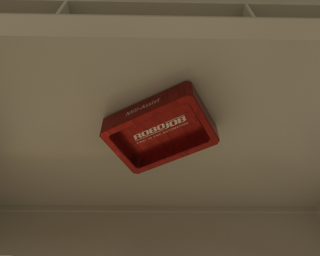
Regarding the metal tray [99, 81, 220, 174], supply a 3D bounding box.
[{"bbox_3d":[0.000,0.004,0.405,0.130,0.030,0.090,-23,127,17],"label":"metal tray"}]
